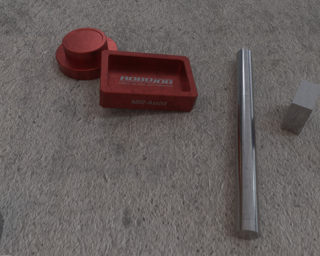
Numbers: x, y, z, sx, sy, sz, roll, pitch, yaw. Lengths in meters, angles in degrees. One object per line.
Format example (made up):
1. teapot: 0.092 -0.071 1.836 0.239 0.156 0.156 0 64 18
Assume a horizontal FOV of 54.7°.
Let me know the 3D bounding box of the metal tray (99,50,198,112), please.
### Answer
1. metal tray: -0.019 -0.068 0.443 0.131 0.030 0.090 2 49 -11

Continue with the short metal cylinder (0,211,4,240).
1. short metal cylinder: -0.206 0.097 0.304 0.081 0.050 0.080 0 50 0

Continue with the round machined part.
1. round machined part: -0.117 -0.124 0.496 0.099 0.042 0.098 0 50 0

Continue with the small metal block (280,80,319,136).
1. small metal block: 0.187 -0.027 0.411 0.025 0.050 0.050 24 54 19

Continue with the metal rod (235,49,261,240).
1. metal rod: 0.112 -0.005 0.408 0.025 0.025 0.300 7 50 6
